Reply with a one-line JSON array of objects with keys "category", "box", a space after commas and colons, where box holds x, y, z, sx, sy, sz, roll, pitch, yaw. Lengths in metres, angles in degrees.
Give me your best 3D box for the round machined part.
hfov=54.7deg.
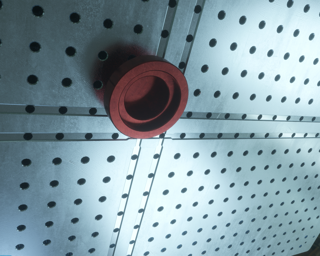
[{"category": "round machined part", "box": [-0.019, -0.039, 0.367, 0.099, 0.042, 0.097, -14, 125, -21]}]
